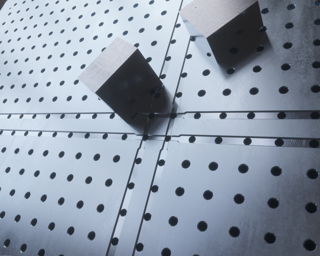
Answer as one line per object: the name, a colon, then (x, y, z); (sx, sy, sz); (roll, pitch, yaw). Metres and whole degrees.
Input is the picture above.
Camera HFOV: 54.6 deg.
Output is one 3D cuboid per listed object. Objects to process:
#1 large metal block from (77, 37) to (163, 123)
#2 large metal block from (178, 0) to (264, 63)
large metal block: (-0.054, -0.067, 0.444); (0.080, 0.080, 0.050); (-48, 51, -5)
large metal block: (0.086, -0.154, 0.442); (0.080, 0.050, 0.080); (-36, 51, 4)
